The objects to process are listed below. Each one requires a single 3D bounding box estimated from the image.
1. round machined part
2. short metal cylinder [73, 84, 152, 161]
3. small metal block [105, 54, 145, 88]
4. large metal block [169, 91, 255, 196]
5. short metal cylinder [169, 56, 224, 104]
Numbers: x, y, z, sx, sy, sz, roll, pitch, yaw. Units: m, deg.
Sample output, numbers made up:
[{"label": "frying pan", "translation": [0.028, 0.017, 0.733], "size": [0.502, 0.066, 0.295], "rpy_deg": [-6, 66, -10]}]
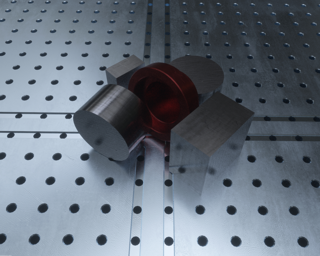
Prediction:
[{"label": "round machined part", "translation": [0.009, -0.036, 0.391], "size": [0.098, 0.097, 0.042], "rpy_deg": [34, 45, 24]}, {"label": "short metal cylinder", "translation": [-0.057, -0.006, 0.376], "size": [0.080, 0.080, 0.050], "rpy_deg": [25, 54, 19]}, {"label": "small metal block", "translation": [-0.048, -0.071, 0.450], "size": [0.050, 0.050, 0.025], "rpy_deg": [-35, 59, -26]}, {"label": "large metal block", "translation": [0.057, 0.018, 0.358], "size": [0.050, 0.080, 0.080], "rpy_deg": [36, 58, 26]}, {"label": "short metal cylinder", "translation": [0.047, -0.058, 0.440], "size": [0.081, 0.050, 0.080], "rpy_deg": [0, 50, 0]}]
